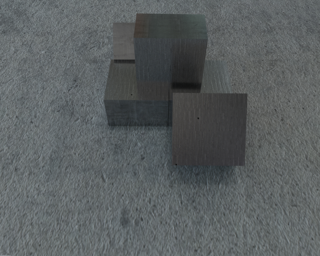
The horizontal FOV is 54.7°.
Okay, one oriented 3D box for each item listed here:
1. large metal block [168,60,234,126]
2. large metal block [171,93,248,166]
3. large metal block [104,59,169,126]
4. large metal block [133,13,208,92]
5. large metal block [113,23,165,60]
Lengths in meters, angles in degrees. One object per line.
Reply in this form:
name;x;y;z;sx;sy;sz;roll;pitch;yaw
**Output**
large metal block;0.052;-0.049;0.428;0.081;0.050;0.080;1;50;0
large metal block;0.054;-0.001;0.362;0.081;0.079;0.050;1;6;0
large metal block;-0.029;-0.049;0.427;0.081;0.050;0.080;1;50;0
large metal block;0.012;-0.090;0.381;0.081;0.080;0.050;1;50;0
large metal block;-0.024;-0.124;0.465;0.081;0.050;0.080;0;6;0
